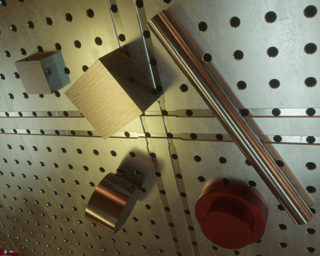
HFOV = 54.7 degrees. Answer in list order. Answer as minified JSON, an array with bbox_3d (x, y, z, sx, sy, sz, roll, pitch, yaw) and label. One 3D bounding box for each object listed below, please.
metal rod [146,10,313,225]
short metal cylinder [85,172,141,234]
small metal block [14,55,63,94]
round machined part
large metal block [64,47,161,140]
[{"bbox_3d":[0.087,-0.005,0.361,0.025,0.025,0.300,-31,102,37],"label":"metal rod"},{"bbox_3d":[-0.072,0.116,0.483,0.050,0.080,0.079,26,127,12],"label":"short metal cylinder"},{"bbox_3d":[-0.177,-0.077,0.454,0.050,0.025,0.050,3,120,26],"label":"small metal block"},{"bbox_3d":[0.095,0.128,0.429,0.098,0.042,0.097,13,124,20],"label":"round machined part"},{"bbox_3d":[-0.061,-0.043,0.399,0.080,0.050,0.080,-32,101,38],"label":"large metal block"}]
